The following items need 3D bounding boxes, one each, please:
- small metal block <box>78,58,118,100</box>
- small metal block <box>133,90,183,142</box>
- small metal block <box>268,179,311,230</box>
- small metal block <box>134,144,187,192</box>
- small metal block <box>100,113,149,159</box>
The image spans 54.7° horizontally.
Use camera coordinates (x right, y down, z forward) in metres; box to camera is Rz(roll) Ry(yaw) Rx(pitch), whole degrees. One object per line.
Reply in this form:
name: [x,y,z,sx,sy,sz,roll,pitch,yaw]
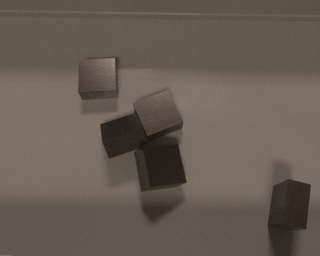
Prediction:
small metal block: [-0.086,-0.069,0.434,0.050,0.025,0.050,-4,70,-2]
small metal block: [-0.003,-0.016,0.416,0.050,0.025,0.050,-22,72,-8]
small metal block: [0.151,0.092,0.365,0.025,0.050,0.050,15,71,5]
small metal block: [0.000,0.048,0.381,0.050,0.025,0.050,-1,69,-30]
small metal block: [-0.046,0.008,0.391,0.050,0.025,0.050,-19,28,-5]
